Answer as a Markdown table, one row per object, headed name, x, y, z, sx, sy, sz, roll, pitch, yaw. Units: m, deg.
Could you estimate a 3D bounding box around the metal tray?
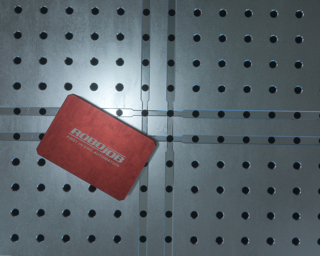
| name | x | y | z | sx | sy | sz | roll | pitch | yaw |
| --- | --- | --- | --- | --- | --- | --- | --- | --- | --- |
| metal tray | -0.081 | 0.025 | 0.410 | 0.130 | 0.030 | 0.090 | 30 | 90 | 0 |
